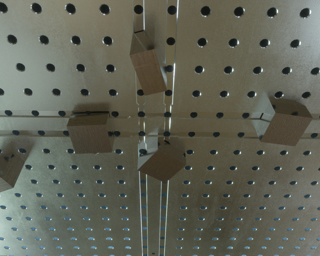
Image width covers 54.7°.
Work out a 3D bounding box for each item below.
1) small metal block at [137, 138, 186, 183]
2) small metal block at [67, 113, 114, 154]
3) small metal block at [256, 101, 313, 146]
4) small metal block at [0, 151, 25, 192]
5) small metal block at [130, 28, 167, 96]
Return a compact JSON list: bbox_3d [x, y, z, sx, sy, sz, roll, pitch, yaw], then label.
[{"bbox_3d":[0.002,0.049,0.453,0.050,0.025,0.050,29,124,-23],"label":"small metal block"},{"bbox_3d":[-0.092,0.008,0.417,0.050,0.025,0.050,-3,130,1],"label":"small metal block"},{"bbox_3d":[0.163,-0.005,0.410,0.050,0.025,0.050,7,130,-7],"label":"small metal block"},{"bbox_3d":[-0.232,0.067,0.448,0.050,0.050,0.025,-19,128,15],"label":"small metal block"},{"bbox_3d":[-0.011,-0.071,0.334,0.025,0.050,0.050,-12,129,9],"label":"small metal block"}]
